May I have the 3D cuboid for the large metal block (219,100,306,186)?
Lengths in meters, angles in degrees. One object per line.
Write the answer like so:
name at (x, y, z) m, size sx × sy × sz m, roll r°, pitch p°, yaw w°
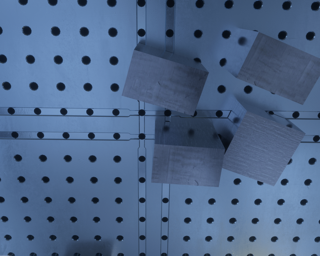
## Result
large metal block at (0.126, 0.019, 0.409) m, size 0.080 × 0.050 × 0.079 m, roll 20°, pitch 109°, yaw -8°

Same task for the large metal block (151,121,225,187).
large metal block at (0.032, 0.030, 0.396) m, size 0.081 × 0.080 × 0.050 m, roll 4°, pitch 110°, yaw -2°

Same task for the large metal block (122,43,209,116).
large metal block at (0.005, -0.060, 0.362) m, size 0.080 × 0.080 × 0.050 m, roll 16°, pitch 109°, yaw -6°

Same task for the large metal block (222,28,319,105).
large metal block at (0.126, -0.074, 0.359) m, size 0.080 × 0.080 × 0.050 m, roll 20°, pitch 109°, yaw -8°
